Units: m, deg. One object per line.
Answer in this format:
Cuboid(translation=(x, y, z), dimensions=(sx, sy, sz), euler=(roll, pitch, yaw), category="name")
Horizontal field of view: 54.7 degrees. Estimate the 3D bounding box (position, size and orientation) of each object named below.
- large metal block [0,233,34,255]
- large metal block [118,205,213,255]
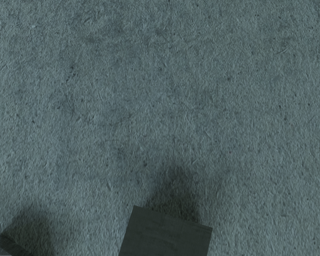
Cuboid(translation=(-0.178, 0.170, 0.331), dimensions=(0.080, 0.050, 0.080), euler=(29, 73, 10), category="large metal block")
Cuboid(translation=(0.006, 0.123, 0.334), dimensions=(0.080, 0.080, 0.050), euler=(15, 71, 5), category="large metal block")
